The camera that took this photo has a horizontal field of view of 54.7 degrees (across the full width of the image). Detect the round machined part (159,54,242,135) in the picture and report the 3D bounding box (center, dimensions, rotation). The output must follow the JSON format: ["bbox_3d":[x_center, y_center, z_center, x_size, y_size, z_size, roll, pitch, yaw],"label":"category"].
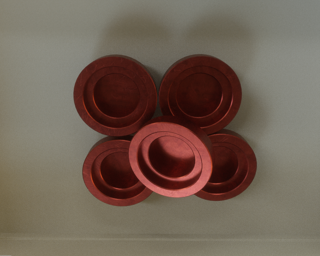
[{"bbox_3d":[0.048,-0.043,0.385,0.099,0.042,0.097,0,110,-1],"label":"round machined part"}]

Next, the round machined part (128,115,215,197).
[{"bbox_3d":[0.016,0.030,0.366,0.098,0.042,0.097,8,116,16],"label":"round machined part"}]

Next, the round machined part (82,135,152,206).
[{"bbox_3d":[-0.051,0.053,0.419,0.099,0.042,0.097,0,110,-1],"label":"round machined part"}]

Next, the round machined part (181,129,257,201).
[{"bbox_3d":[0.076,0.046,0.418,0.099,0.042,0.097,0,110,-1],"label":"round machined part"}]

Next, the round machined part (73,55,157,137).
[{"bbox_3d":[-0.053,-0.042,0.384,0.099,0.042,0.097,0,110,-1],"label":"round machined part"}]
